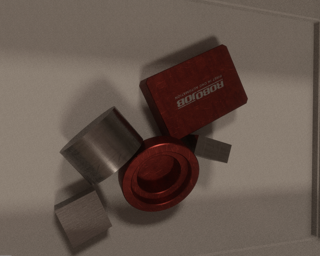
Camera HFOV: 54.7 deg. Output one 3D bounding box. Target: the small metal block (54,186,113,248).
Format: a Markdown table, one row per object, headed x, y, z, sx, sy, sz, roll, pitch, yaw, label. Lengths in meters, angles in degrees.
| x | y | z | sx | sy | sz | roll | pitch | yaw | label |
| --- | --- | --- | --- | --- | --- | --- | --- | --- | --- |
| -0.093 | 0.107 | 0.377 | 0.050 | 0.025 | 0.050 | -26 | 99 | -19 | small metal block |

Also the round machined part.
| x | y | z | sx | sy | sz | roll | pitch | yaw | label |
| --- | --- | --- | --- | --- | --- | --- | --- | --- | --- |
| -0.004 | 0.053 | 0.388 | 0.099 | 0.042 | 0.097 | -9 | 118 | -17 | round machined part |

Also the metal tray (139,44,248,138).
| x | y | z | sx | sy | sz | roll | pitch | yaw | label |
| --- | --- | --- | --- | --- | --- | --- | --- | --- | --- |
| 0.049 | -0.049 | 0.427 | 0.131 | 0.030 | 0.090 | -28 | 99 | -18 | metal tray |

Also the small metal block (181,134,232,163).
| x | y | z | sx | sy | sz | roll | pitch | yaw | label |
| --- | --- | --- | --- | --- | --- | --- | --- | --- | --- |
| 0.060 | 0.027 | 0.421 | 0.050 | 0.050 | 0.025 | 17 | 84 | -20 | small metal block |

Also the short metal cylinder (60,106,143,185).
| x | y | z | sx | sy | sz | roll | pitch | yaw | label |
| --- | --- | --- | --- | --- | --- | --- | --- | --- | --- |
| -0.067 | 0.019 | 0.357 | 0.080 | 0.080 | 0.050 | -43 | 103 | -15 | short metal cylinder |
